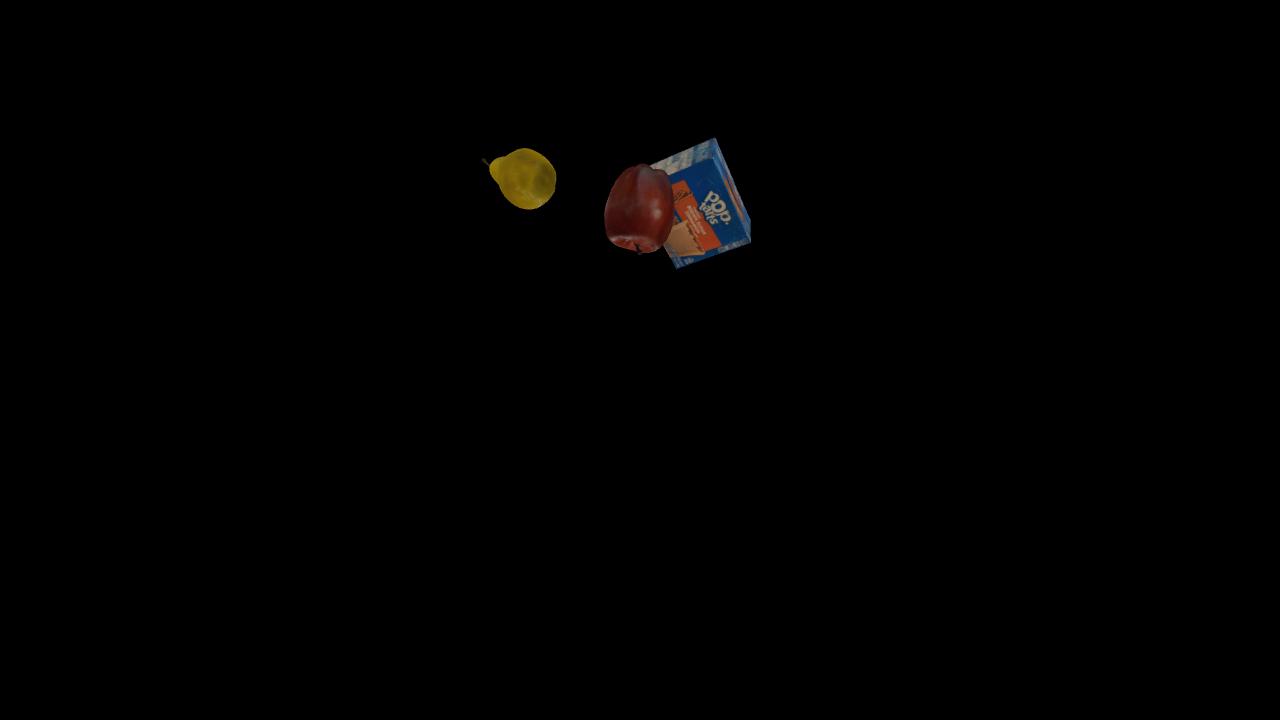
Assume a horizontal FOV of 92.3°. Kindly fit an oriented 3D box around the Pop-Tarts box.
[{"bbox_3d":[0.092,-0.258,1.032,0.141,0.167,0.083,-16,39,22],"label":"Pop-Tarts box"}]

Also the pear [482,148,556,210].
[{"bbox_3d":[-0.166,-0.243,0.817,0.111,0.080,0.080,21,12,36],"label":"pear"}]

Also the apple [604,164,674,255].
[{"bbox_3d":[0.002,-0.160,0.664,0.079,0.093,0.079,7,-1,0],"label":"apple"}]
